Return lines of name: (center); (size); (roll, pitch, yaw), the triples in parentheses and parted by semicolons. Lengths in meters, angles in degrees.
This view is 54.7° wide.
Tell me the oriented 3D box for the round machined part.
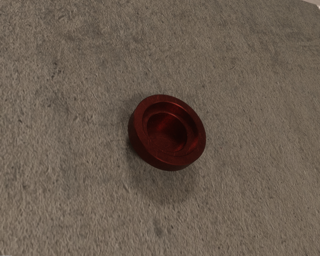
round machined part: (0.005, 0.009, 0.392); (0.099, 0.042, 0.098); (14, 56, -21)
